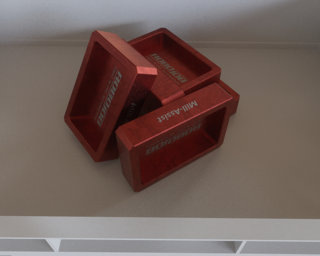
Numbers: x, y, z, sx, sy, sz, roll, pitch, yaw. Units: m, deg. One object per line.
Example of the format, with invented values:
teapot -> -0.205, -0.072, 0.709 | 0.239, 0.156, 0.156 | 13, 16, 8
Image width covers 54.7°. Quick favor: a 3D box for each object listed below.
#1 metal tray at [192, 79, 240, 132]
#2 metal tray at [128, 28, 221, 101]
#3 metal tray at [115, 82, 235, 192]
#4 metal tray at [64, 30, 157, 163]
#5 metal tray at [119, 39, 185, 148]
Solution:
metal tray -> 0.037, -0.053, 0.447 | 0.091, 0.030, 0.130 | -28, 55, -20
metal tray -> 0.009, -0.086, 0.433 | 0.091, 0.030, 0.130 | -30, 56, -23
metal tray -> 0.018, 0.011, 0.351 | 0.131, 0.089, 0.030 | -26, 55, -21
metal tray -> -0.064, -0.035, 0.366 | 0.030, 0.129, 0.090 | -6, 42, -47
metal tray -> -0.023, -0.043, 0.396 | 0.030, 0.089, 0.130 | -30, 57, -23
